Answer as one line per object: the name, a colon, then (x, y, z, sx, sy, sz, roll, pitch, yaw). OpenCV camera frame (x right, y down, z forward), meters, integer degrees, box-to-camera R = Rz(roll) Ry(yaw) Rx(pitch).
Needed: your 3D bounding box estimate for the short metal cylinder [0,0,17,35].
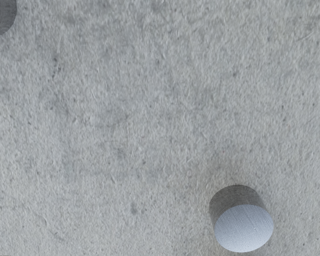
short metal cylinder: (-0.210, -0.139, 0.342, 0.081, 0.050, 0.079, 0, 110, -1)

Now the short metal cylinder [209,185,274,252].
short metal cylinder: (0.114, 0.129, 0.446, 0.081, 0.050, 0.079, 0, 110, -1)
